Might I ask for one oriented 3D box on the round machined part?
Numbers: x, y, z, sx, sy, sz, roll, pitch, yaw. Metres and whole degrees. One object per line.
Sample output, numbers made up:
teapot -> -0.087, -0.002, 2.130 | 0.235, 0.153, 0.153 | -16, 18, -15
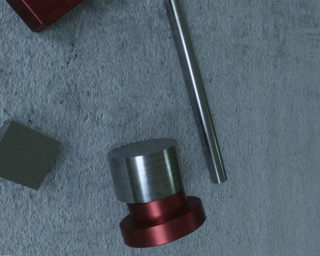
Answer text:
round machined part -> 0.000, 0.096, 0.359 | 0.099, 0.098, 0.042 | -17, 90, -39

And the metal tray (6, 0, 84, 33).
metal tray -> -0.105, -0.171, 0.312 | 0.130, 0.030, 0.090 | -52, 120, -27

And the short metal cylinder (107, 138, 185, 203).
short metal cylinder -> -0.016, 0.046, 0.356 | 0.081, 0.080, 0.050 | -18, 102, -39

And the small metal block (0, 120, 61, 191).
small metal block -> -0.132, 0.026, 0.294 | 0.050, 0.025, 0.050 | 33, 70, -35

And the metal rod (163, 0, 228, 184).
metal rod -> 0.051, -0.059, 0.447 | 0.025, 0.025, 0.298 | -27, 107, -37
